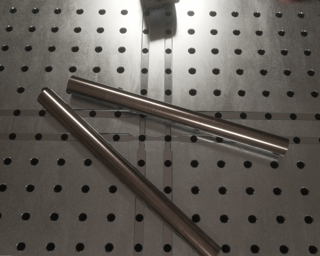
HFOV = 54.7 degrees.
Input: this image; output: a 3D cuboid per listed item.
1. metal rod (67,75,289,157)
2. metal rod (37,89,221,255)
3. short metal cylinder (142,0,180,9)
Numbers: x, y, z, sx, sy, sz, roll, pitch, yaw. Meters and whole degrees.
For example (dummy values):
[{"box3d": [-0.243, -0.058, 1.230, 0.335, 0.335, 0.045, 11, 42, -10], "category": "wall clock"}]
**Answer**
[{"box3d": [0.020, -0.018, 0.418, 0.301, 0.025, 0.025, 17, 71, 5], "category": "metal rod"}, {"box3d": [-0.047, 0.052, 0.392, 0.300, 0.025, 0.025, 41, 75, 13], "category": "metal rod"}, {"box3d": [-0.004, -0.225, 0.465, 0.050, 0.080, 0.080, -14, 71, -5], "category": "short metal cylinder"}]
